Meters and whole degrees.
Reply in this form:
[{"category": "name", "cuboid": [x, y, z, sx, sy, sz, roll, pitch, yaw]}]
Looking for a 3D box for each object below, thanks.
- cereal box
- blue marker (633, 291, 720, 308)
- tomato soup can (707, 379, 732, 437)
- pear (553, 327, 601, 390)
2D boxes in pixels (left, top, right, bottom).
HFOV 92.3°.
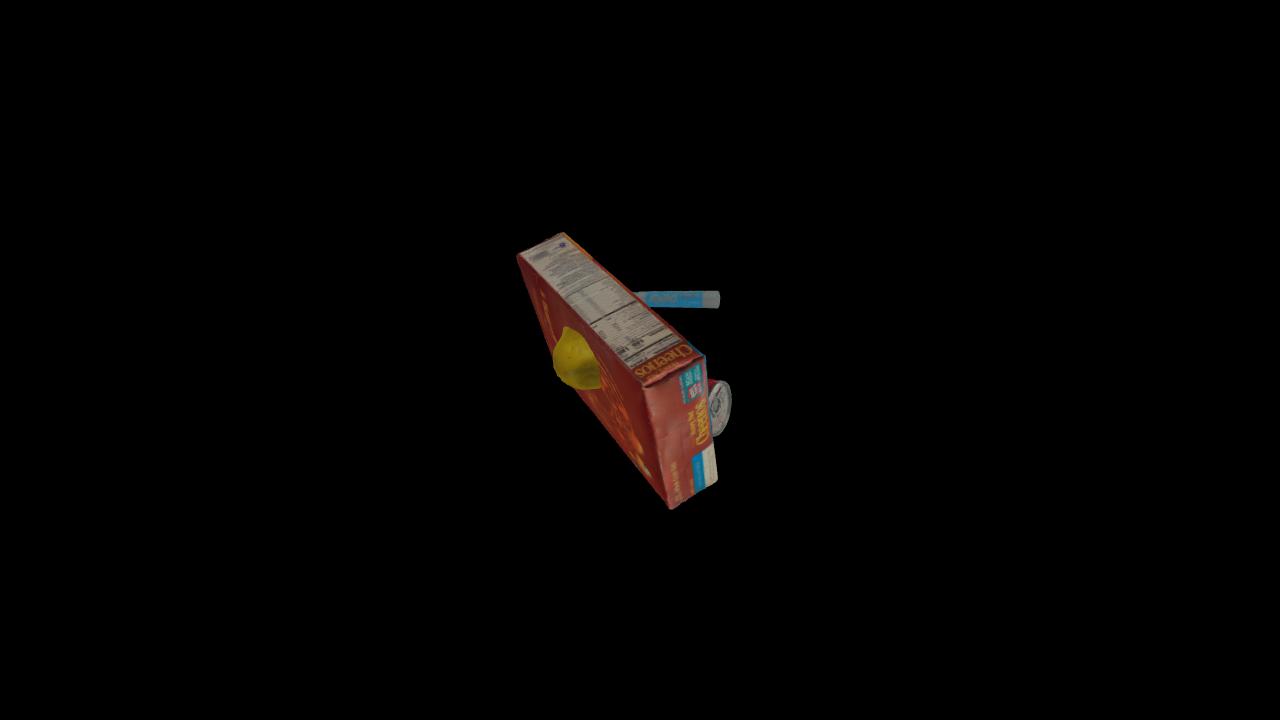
[{"category": "cereal box", "cuboid": [-0.029, 0.004, 0.726, 0.081, 0.203, 0.306, -29, 45, -17]}, {"category": "blue marker", "cuboid": [0.026, -0.066, 0.671, 0.121, 0.020, 0.020, 2, 1, 21]}, {"category": "tomato soup can", "cuboid": [0.052, 0.051, 0.751, 0.101, 0.068, 0.068, 9, 5, 33]}, {"category": "pear", "cuboid": [-0.059, -0.021, 0.689, 0.080, 0.111, 0.080, -5, -39, -4]}]
